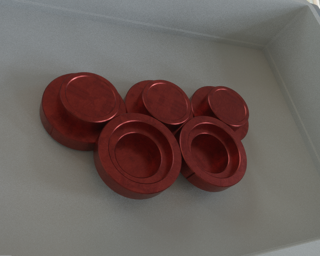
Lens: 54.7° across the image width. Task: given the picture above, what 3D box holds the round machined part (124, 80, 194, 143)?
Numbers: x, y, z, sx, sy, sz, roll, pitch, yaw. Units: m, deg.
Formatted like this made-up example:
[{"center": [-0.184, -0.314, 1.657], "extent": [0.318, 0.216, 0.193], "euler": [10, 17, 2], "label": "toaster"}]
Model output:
[{"center": [0.001, -0.024, 0.407], "extent": [0.099, 0.042, 0.098], "euler": [13, 56, -20], "label": "round machined part"}]

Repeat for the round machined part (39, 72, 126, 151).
[{"center": [-0.085, -0.026, 0.361], "extent": [0.099, 0.042, 0.098], "euler": [14, 55, -21], "label": "round machined part"}]

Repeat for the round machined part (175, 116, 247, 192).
[{"center": [0.060, 0.036, 0.402], "extent": [0.099, 0.042, 0.098], "euler": [14, 56, -21], "label": "round machined part"}]

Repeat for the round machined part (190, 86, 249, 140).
[{"center": [0.090, -0.022, 0.453], "extent": [0.099, 0.042, 0.098], "euler": [13, 56, -20], "label": "round machined part"}]

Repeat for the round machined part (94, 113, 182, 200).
[{"center": [-0.028, 0.035, 0.356], "extent": [0.099, 0.042, 0.098], "euler": [14, 56, -21], "label": "round machined part"}]
